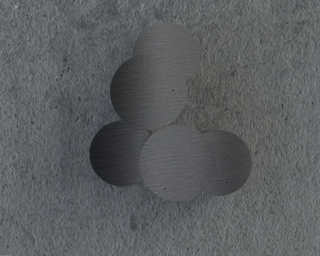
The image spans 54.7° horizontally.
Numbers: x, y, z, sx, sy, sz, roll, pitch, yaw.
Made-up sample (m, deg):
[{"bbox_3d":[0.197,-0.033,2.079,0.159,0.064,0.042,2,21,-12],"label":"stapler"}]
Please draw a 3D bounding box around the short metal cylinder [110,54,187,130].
[{"bbox_3d":[-0.012,-0.038,0.348,0.080,0.050,0.080,0,90,0],"label":"short metal cylinder"}]

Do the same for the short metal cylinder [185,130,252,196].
[{"bbox_3d":[0.071,0.042,0.399,0.081,0.050,0.080,0,90,0],"label":"short metal cylinder"}]

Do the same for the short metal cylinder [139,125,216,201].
[{"bbox_3d":[0.018,0.036,0.348,0.081,0.050,0.080,0,90,-1],"label":"short metal cylinder"}]

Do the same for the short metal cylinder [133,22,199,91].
[{"bbox_3d":[0.007,-0.088,0.399,0.081,0.050,0.080,0,90,0],"label":"short metal cylinder"}]

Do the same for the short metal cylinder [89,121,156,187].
[{"bbox_3d":[-0.045,0.031,0.398,0.081,0.050,0.080,0,90,0],"label":"short metal cylinder"}]
